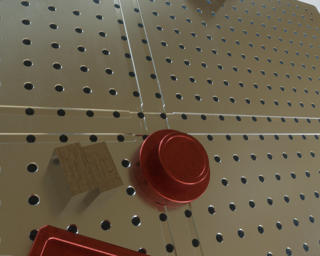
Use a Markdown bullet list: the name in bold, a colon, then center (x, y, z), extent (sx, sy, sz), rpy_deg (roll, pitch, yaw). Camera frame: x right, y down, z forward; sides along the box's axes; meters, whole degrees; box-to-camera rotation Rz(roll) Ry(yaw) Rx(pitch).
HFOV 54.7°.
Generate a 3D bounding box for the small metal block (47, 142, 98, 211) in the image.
- **small metal block**: center (-0.090, 0.050, 0.314), extent (0.025, 0.050, 0.050), rpy_deg (-15, 70, -34)

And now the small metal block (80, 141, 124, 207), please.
- **small metal block**: center (-0.067, 0.049, 0.327), extent (0.025, 0.050, 0.050), rpy_deg (-15, 70, -34)

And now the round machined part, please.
- **round machined part**: center (0.021, 0.044, 0.383), extent (0.099, 0.042, 0.098), rpy_deg (14, 56, -21)

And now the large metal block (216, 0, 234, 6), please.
- **large metal block**: center (0.139, -0.318, 0.663), extent (0.080, 0.050, 0.080), rpy_deg (48, 51, 5)

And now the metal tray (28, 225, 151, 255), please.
- **metal tray**: center (-0.062, 0.152, 0.279), extent (0.131, 0.030, 0.090), rpy_deg (23, 53, -15)
